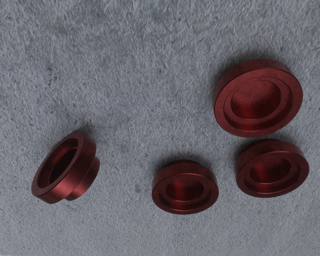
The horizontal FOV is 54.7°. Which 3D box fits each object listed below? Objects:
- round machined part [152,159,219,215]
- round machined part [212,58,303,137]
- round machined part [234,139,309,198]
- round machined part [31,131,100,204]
[{"bbox_3d":[0.037,0.086,0.469,0.099,0.042,0.097,0,130,0],"label":"round machined part"},{"bbox_3d":[0.110,-0.038,0.364,0.099,0.042,0.097,0,130,0],"label":"round machined part"},{"bbox_3d":[0.155,0.053,0.443,0.099,0.042,0.097,0,130,0],"label":"round machined part"},{"bbox_3d":[-0.118,0.055,0.406,0.098,0.098,0.042,-32,123,24],"label":"round machined part"}]
